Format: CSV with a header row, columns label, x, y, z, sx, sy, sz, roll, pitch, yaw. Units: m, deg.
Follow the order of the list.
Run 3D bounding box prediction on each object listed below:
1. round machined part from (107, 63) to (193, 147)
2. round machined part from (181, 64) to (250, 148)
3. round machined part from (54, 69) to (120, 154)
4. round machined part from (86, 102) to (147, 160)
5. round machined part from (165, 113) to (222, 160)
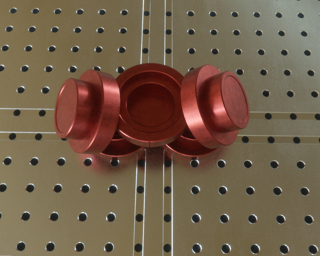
label,x,y,z,sx,sy,sz,roll,pitch,yaw
round machined part,-0.010,-0.024,0.365,0.099,0.042,0.098,0,70,-1
round machined part,0.070,-0.028,0.359,0.042,0.098,0.098,-16,65,37
round machined part,-0.089,-0.020,0.355,0.042,0.098,0.098,10,65,-37
round machined part,-0.055,-0.010,0.405,0.099,0.042,0.098,0,70,-1
round machined part,0.043,-0.010,0.407,0.099,0.042,0.098,0,70,-1
